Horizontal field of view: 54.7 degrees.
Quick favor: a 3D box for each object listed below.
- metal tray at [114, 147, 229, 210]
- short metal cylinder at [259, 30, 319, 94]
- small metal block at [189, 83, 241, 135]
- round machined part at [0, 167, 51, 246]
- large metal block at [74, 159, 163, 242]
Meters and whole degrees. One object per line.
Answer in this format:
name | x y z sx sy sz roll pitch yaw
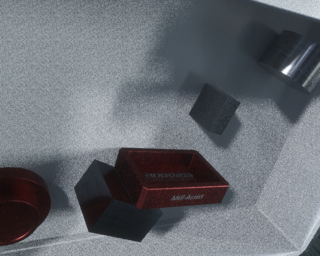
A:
metal tray | 0.015 0.064 0.416 0.131 0.090 0.030 4 116 -31
short metal cylinder | 0.184 -0.089 0.421 0.080 0.080 0.050 25 105 -37
small metal block | 0.072 -0.026 0.418 0.025 0.050 0.050 16 110 -35
round machined part | -0.179 0.098 0.361 0.099 0.042 0.097 -14 125 -21
large metal block | -0.055 0.094 0.403 0.080 0.080 0.050 29 102 -38
